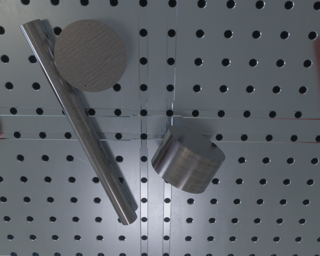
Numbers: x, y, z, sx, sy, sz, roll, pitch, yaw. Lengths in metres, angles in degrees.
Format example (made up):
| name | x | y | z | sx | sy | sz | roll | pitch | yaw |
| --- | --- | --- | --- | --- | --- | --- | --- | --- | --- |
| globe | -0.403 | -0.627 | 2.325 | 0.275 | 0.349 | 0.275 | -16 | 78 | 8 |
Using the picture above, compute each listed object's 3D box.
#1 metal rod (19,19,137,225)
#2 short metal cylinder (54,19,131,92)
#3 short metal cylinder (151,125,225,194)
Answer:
| name | x | y | z | sx | sy | sz | roll | pitch | yaw |
| --- | --- | --- | --- | --- | --- | --- | --- | --- | --- |
| metal rod | -0.100 | 0.006 | 0.414 | 0.025 | 0.025 | 0.299 | -20 | 109 | 7 |
| short metal cylinder | -0.077 | -0.087 | 0.367 | 0.081 | 0.050 | 0.079 | 0 | 110 | 0 |
| short metal cylinder | 0.036 | 0.039 | 0.399 | 0.080 | 0.080 | 0.050 | 25 | 108 | -9 |
